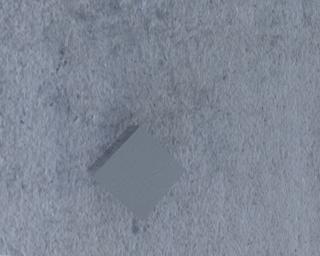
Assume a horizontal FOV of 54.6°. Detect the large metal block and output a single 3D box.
[{"bbox_3d":[-0.030,0.053,0.385,0.080,0.050,0.080,46,76,-14],"label":"large metal block"}]
